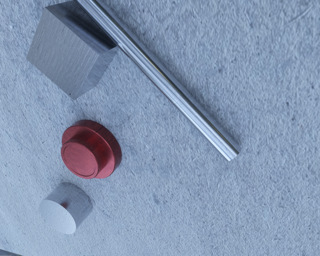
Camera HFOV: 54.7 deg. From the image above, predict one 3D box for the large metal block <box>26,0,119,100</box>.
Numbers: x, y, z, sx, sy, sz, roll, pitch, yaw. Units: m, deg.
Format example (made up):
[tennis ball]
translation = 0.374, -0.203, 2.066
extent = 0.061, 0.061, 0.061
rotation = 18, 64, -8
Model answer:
[large metal block]
translation = -0.108, -0.096, 0.386
extent = 0.080, 0.050, 0.080
rotation = 42, 129, -1

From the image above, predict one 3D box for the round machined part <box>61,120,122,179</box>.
[round machined part]
translation = -0.112, 0.039, 0.477
extent = 0.098, 0.042, 0.097
rotation = 13, 124, 20

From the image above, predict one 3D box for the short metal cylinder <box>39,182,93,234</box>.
[short metal cylinder]
translation = -0.172, 0.147, 0.570
extent = 0.080, 0.050, 0.079
rotation = 13, 124, 20

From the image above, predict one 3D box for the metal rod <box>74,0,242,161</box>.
[metal rod]
translation = -0.014, -0.076, 0.365
extent = 0.300, 0.025, 0.025
rotation = 46, 129, -5
